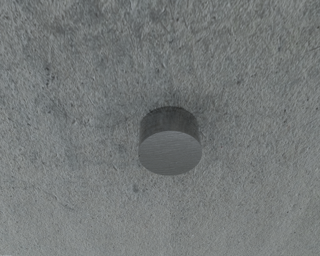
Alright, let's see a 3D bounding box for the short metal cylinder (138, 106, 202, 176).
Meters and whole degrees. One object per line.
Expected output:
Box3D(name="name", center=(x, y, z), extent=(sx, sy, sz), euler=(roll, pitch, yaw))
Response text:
Box3D(name="short metal cylinder", center=(0.013, 0.017, 0.407), extent=(0.081, 0.050, 0.079), euler=(0, 130, 0))
